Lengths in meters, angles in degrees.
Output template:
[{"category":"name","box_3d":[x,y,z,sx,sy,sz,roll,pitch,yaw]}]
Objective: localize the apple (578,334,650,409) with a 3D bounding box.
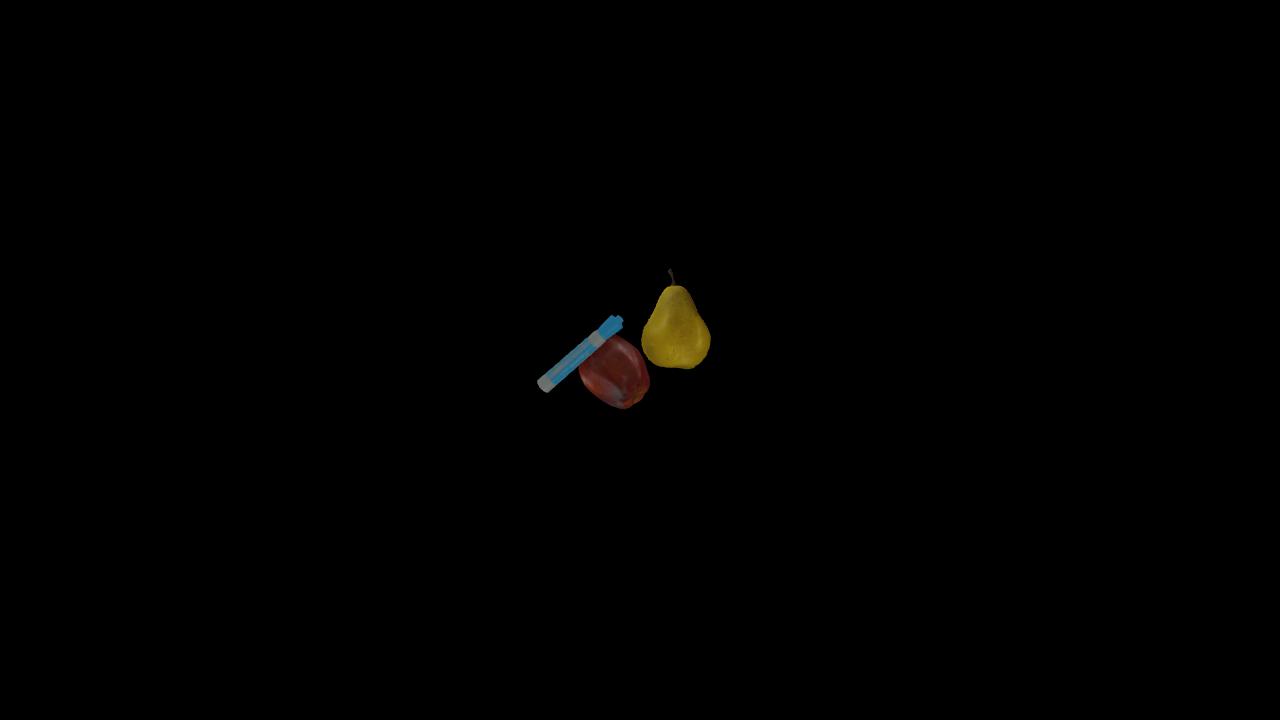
[{"category":"apple","box_3d":[-0.031,0.013,0.732,0.093,0.079,0.079,45,22,24]}]

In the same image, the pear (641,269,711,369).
[{"category":"pear","box_3d":[0.044,-0.046,0.705,0.080,0.111,0.080,6,4,0]}]

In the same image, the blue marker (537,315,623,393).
[{"category":"blue marker","box_3d":[-0.065,-0.008,0.682,0.121,0.020,0.020,-40,-11,13]}]
